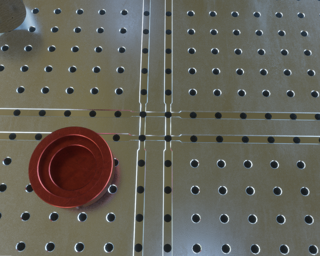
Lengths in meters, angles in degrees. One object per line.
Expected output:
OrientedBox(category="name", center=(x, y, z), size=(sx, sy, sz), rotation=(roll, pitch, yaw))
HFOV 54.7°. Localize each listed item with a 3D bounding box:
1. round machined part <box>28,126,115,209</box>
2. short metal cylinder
OrientedBox(category="round machined part", center=(-0.105, 0.051, 0.383), size=(0.099, 0.042, 0.098), rotation=(0, 70, -1))
OrientedBox(category="short metal cylinder", center=(-0.242, -0.184, 0.447), size=(0.080, 0.080, 0.050), rotation=(-22, 72, -8))
